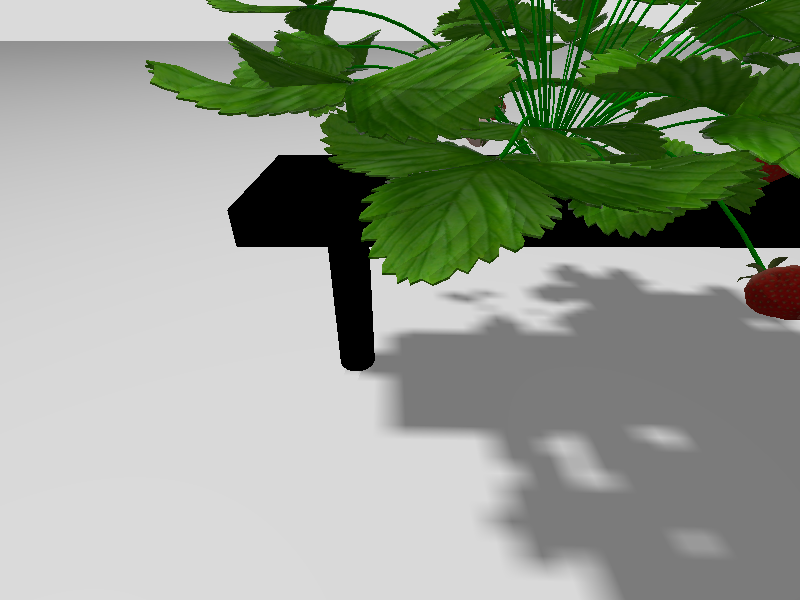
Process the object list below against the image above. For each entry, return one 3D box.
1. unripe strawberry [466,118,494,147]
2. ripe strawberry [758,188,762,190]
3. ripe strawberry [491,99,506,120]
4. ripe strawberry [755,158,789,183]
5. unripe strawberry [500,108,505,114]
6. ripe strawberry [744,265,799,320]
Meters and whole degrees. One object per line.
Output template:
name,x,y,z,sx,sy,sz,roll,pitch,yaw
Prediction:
unripe strawberry,0.082,-0.180,0.425,0.035,0.032,0.032,-14,36,-19
ripe strawberry,0.240,-0.079,0.283,0.025,0.024,0.027,20,39,25
ripe strawberry,0.122,-0.252,0.532,0.034,0.030,0.031,0,-2,-1
ripe strawberry,0.297,-0.112,0.321,0.036,0.036,0.040,5,35,6
unripe strawberry,0.129,-0.239,0.511,0.011,0.010,0.010,1,34,1
ripe strawberry,0.165,-0.002,0.172,0.027,0.024,0.024,-6,-41,-9
